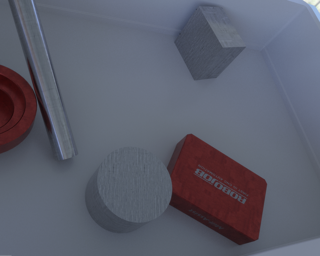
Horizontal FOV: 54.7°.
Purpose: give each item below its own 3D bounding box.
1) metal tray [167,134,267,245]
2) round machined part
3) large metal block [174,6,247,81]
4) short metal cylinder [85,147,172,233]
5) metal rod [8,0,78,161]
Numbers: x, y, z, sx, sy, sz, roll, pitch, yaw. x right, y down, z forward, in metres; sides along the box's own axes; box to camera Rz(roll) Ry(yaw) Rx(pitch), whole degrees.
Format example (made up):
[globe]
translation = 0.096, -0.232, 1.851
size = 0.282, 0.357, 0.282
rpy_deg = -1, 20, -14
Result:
[metal tray]
translation = 0.070, 0.077, 0.395
size = 0.130, 0.030, 0.090
rpy_deg = 32, 51, -8
[round machined part]
translation = -0.178, -0.016, 0.309
size = 0.099, 0.042, 0.098
rpy_deg = 14, 56, -21
[large metal block]
translation = 0.077, -0.134, 0.496
size = 0.050, 0.080, 0.080
rpy_deg = -12, 68, -34
[short metal cylinder]
translation = -0.034, 0.067, 0.332
size = 0.081, 0.050, 0.080
rpy_deg = 14, 56, -21
[metal rod]
translation = -0.136, -0.112, 0.316
size = 0.025, 0.025, 0.298
rpy_deg = -19, 99, -36
